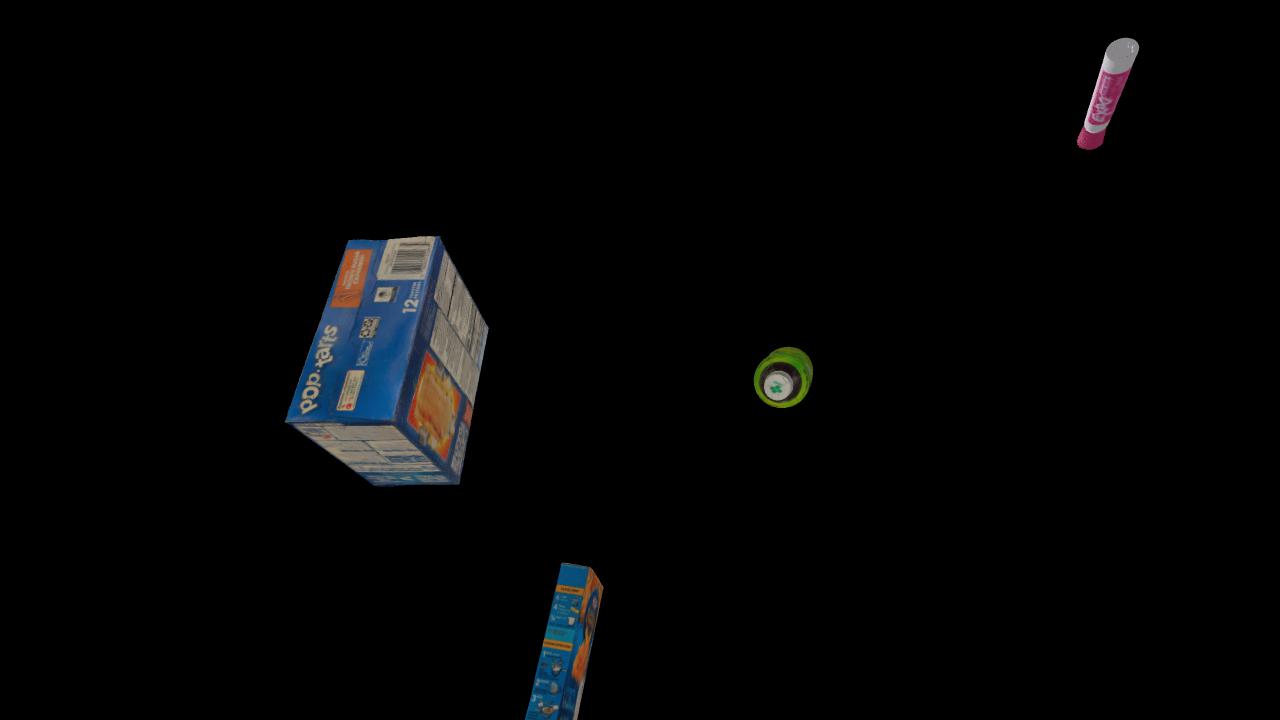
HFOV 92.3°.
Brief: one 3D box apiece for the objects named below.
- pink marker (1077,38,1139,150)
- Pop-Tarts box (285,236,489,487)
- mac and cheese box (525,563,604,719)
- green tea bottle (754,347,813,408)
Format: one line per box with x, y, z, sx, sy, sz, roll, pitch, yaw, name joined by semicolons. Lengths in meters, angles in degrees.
0.361;-0.201;0.479;0.020;0.020;0.121;0;-14;27;pink marker
-0.199;0.005;0.521;0.083;0.167;0.141;0;-29;5;Pop-Tarts box
-0.081;0.325;0.665;0.041;0.184;0.093;4;-32;12;mac and cheese box
0.187;0.022;0.795;0.073;0.073;0.212;0;3;15;green tea bottle
